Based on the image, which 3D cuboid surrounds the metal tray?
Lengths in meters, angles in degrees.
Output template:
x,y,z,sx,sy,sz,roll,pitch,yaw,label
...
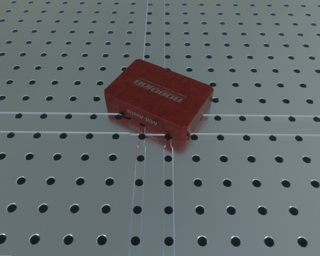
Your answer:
x,y,z,sx,sy,sz,roll,pitch,yaw,label
-0.001,-0.044,0.441,0.130,0.030,0.090,24,54,19,metal tray
